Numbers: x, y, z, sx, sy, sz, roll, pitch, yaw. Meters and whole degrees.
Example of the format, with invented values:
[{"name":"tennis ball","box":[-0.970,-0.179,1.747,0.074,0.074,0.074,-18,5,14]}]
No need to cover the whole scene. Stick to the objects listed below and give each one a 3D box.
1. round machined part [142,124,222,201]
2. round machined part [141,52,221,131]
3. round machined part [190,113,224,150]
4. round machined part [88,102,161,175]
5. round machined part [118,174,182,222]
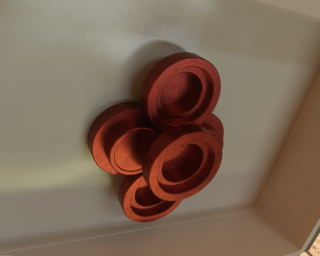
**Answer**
[{"name":"round machined part","box":[0.023,0.037,0.378,0.099,0.042,0.097,-14,125,-21]},{"name":"round machined part","box":[0.022,-0.046,0.380,0.099,0.042,0.097,-14,125,-21]},{"name":"round machined part","box":[0.050,0.023,0.438,0.099,0.042,0.097,-14,125,-21]},{"name":"round machined part","box":[-0.037,0.020,0.389,0.099,0.042,0.097,-14,125,-21]},{"name":"round machined part","box":[-0.013,0.083,0.441,0.099,0.042,0.097,-14,125,-21]}]
